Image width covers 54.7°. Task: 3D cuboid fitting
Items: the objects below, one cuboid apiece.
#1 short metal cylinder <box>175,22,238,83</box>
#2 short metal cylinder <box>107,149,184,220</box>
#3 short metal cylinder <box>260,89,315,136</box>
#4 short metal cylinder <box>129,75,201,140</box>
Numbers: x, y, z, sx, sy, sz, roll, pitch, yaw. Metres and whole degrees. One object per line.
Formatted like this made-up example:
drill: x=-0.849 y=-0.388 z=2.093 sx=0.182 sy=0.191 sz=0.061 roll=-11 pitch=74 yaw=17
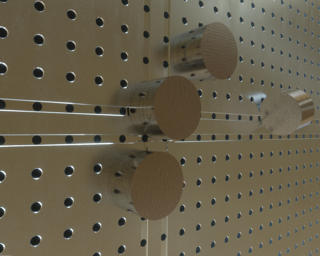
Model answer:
short metal cylinder: x=0.069 y=-0.108 z=0.453 sx=0.081 sy=0.050 sz=0.079 roll=0 pitch=90 yaw=-40
short metal cylinder: x=-0.017 y=0.067 z=0.380 sx=0.081 sy=0.050 sz=0.079 roll=0 pitch=90 yaw=-40
short metal cylinder: x=0.235 y=-0.030 z=0.574 sx=0.050 sy=0.080 sz=0.079 roll=-16 pitch=101 yaw=-39
short metal cylinder: x=0.007 y=-0.025 z=0.401 sx=0.081 sy=0.050 sz=0.079 roll=0 pitch=90 yaw=-40
